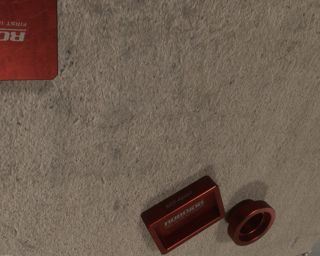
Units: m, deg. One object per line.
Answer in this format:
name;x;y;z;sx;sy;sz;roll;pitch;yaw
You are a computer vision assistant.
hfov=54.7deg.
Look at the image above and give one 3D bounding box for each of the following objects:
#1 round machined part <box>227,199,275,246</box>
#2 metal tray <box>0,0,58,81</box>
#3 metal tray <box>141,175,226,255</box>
round machined part;0.172;0.178;0.603;0.099;0.042;0.097;-14;125;-21
metal tray;-0.158;-0.087;0.264;0.131;0.030;0.089;-6;121;-26
metal tray;0.042;0.147;0.519;0.131;0.030;0.090;-28;129;-11
